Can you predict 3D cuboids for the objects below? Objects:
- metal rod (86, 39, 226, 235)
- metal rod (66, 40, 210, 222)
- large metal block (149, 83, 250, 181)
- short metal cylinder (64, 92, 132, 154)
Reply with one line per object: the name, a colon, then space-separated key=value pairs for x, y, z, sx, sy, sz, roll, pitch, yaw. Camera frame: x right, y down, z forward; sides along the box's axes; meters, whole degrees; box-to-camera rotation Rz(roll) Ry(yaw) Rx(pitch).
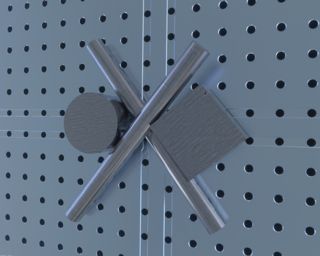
metal rod: x=-0.011 y=0.003 z=0.412 sx=0.025 sy=0.025 sz=0.299 roll=-37 pitch=78 yaw=16
metal rod: x=-0.040 y=0.018 z=0.400 sx=0.025 sy=0.025 sz=0.299 roll=44 pitch=112 yaw=14
large metal block: x=0.049 y=0.005 z=0.377 sx=0.080 sy=0.050 sz=0.080 roll=-40 pitch=78 yaw=15
short metal cylinder: x=-0.082 y=-0.007 z=0.424 sx=0.080 sy=0.050 sz=0.079 roll=0 pitch=90 yaw=20
